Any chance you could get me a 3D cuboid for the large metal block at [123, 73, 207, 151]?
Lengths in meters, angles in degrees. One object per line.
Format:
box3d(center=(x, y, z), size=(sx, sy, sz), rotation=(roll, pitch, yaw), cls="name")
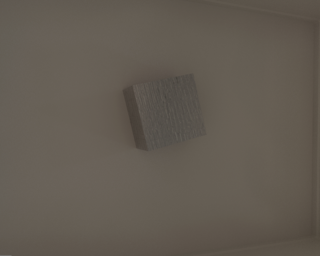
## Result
box3d(center=(0.005, -0.021, 0.400), size=(0.081, 0.050, 0.080), rotation=(-15, 95, -20), cls="large metal block")
